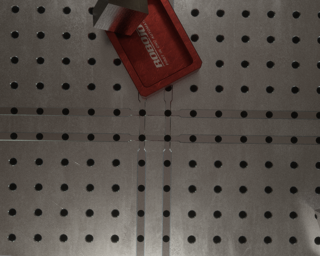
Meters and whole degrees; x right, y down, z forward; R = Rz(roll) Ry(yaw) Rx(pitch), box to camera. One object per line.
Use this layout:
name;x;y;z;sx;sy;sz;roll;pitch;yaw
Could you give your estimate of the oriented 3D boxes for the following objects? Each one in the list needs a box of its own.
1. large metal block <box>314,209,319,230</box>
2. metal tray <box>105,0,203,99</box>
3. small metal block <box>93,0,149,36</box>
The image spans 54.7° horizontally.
large metal block;0.264;0.141;0.405;0.080;0.050;0.080;-16;90;-1
metal tray;-0.014;-0.116;0.410;0.090;0.030;0.130;-29;90;-1
small metal block;-0.049;-0.141;0.376;0.050;0.050;0.025;3;73;-31
